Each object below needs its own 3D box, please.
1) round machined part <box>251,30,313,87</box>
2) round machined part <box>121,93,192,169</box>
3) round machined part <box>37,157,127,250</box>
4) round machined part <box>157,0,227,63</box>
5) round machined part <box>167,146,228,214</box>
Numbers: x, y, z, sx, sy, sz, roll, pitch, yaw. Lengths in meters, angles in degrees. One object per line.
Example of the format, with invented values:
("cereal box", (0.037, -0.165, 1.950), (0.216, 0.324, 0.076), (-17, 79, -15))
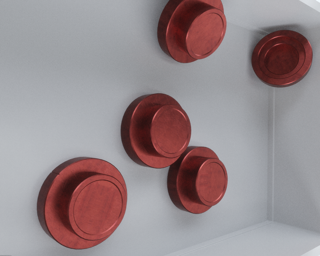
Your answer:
("round machined part", (0.216, -0.119, 0.550), (0.042, 0.098, 0.097), (15, 80, -64))
("round machined part", (0.002, 0.004, 0.400), (0.099, 0.042, 0.097), (0, 90, -40))
("round machined part", (-0.076, 0.081, 0.334), (0.099, 0.042, 0.097), (0, 90, -40))
("round machined part", (0.049, -0.130, 0.409), (0.099, 0.042, 0.097), (-25, 138, -25))
("round machined part", (0.061, 0.076, 0.449), (0.099, 0.042, 0.097), (0, 90, -40))
